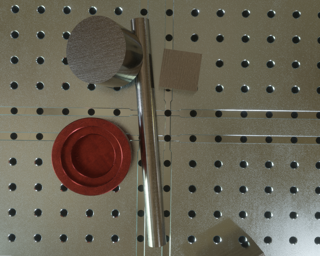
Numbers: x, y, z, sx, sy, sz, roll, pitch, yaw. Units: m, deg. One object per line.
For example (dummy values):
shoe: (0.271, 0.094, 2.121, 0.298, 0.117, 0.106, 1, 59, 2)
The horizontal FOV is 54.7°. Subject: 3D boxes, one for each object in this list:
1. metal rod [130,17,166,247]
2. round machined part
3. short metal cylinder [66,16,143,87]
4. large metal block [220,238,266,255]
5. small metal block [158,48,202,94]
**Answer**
metal rod: (-0.015, 0.006, 0.413, 0.025, 0.025, 0.298, -4, 90, -1)
round machined part: (-0.085, 0.035, 0.404, 0.099, 0.042, 0.097, 0, 90, -1)
short metal cylinder: (-0.068, -0.093, 0.388, 0.080, 0.050, 0.079, 1, 92, 19)
large metal block: (0.112, 0.206, 0.403, 0.080, 0.050, 0.080, -30, 90, 0)
small metal block: (0.026, -0.075, 0.414, 0.050, 0.025, 0.050, 8, 90, -1)
